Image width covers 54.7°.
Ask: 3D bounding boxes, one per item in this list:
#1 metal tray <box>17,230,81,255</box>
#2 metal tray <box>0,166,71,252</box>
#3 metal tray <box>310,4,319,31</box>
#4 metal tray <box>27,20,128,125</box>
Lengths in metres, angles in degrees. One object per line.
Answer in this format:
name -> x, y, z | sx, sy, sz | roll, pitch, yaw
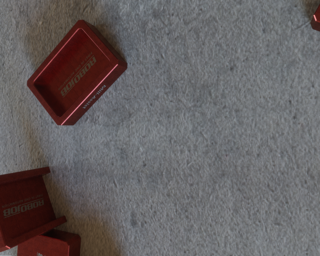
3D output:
metal tray -> -0.169, 0.221, 0.464 | 0.090, 0.030, 0.129 | 5, 92, 19
metal tray -> -0.187, 0.107, 0.432 | 0.030, 0.130, 0.090 | -23, 83, 17
metal tray -> 0.234, -0.154, 0.324 | 0.090, 0.030, 0.129 | 29, 99, 17
metal tray -> -0.121, -0.077, 0.447 | 0.130, 0.030, 0.090 | -44, 77, 14
